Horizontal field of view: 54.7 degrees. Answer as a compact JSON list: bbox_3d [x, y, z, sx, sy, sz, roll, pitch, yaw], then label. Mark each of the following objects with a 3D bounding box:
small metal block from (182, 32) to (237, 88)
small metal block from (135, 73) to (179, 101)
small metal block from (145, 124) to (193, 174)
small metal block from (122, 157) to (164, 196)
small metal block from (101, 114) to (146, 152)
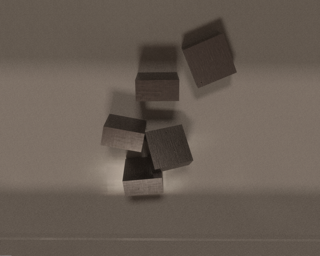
[{"bbox_3d":[0.060,-0.084,0.381,0.050,0.025,0.050,-22,109,7],"label":"small metal block"},{"bbox_3d":[-0.003,-0.051,0.379,0.050,0.050,0.025,-1,110,0],"label":"small metal block"},{"bbox_3d":[0.010,0.027,0.402,0.050,0.025,0.050,-12,72,-13],"label":"small metal block"},{"bbox_3d":[-0.022,0.064,0.420,0.050,0.050,0.025,-5,119,1],"label":"small metal block"},{"bbox_3d":[-0.046,0.005,0.399,0.050,0.050,0.025,11,110,-4],"label":"small metal block"}]
